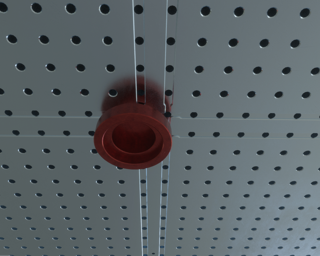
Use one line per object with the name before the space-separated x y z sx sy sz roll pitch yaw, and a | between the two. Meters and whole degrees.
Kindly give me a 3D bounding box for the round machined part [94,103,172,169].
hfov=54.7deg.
round machined part | -0.034 0.007 0.406 0.099 0.042 0.097 -1 130 0
